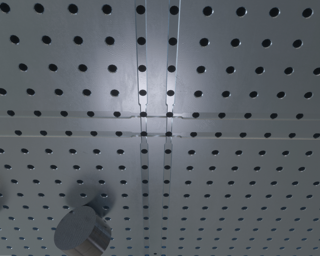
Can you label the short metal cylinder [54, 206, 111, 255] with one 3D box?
[{"bbox_3d":[-0.131,0.181,0.529,0.080,0.080,0.050,-19,128,15],"label":"short metal cylinder"}]
